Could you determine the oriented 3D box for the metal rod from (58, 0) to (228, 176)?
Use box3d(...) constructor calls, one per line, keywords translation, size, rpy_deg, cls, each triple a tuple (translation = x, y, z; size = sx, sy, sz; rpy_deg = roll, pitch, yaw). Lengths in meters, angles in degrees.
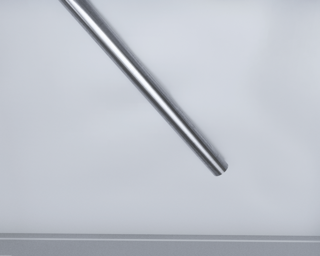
box3d(translation=(-0.012, -0.049, 0.392), size=(0.025, 0.025, 0.300), rpy_deg=(-38, 106, 13), cls="metal rod")
